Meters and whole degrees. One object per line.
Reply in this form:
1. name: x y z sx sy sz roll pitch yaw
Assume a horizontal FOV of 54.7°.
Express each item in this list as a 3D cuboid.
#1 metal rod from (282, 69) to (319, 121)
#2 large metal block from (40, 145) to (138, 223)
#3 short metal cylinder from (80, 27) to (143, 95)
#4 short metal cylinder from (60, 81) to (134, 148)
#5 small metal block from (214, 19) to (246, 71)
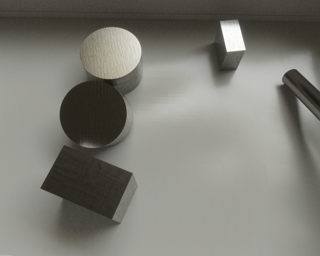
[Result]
1. metal rod: 0.227 0.028 0.339 0.025 0.025 0.300 -17 47 -6
2. large metal block: -0.075 0.067 0.355 0.080 0.080 0.050 21 72 7
3. short metal cylinder: -0.065 -0.091 0.429 0.081 0.050 0.080 0 70 -1
4. short metal cylinder: -0.077 -0.015 0.389 0.080 0.050 0.080 0 88 4
5. small metal block: 0.098 -0.117 0.440 0.025 0.050 0.050 -6 70 -3
